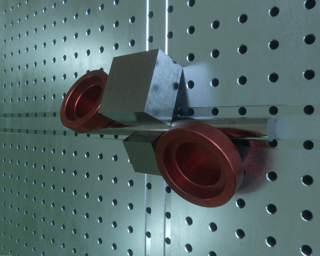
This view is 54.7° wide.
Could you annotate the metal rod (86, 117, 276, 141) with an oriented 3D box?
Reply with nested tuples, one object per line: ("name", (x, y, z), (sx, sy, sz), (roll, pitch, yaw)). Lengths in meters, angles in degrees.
("metal rod", (-0.002, -0.001, 0.412), (0.300, 0.025, 0.025), (1, 91, 40))

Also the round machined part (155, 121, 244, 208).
("round machined part", (0.047, 0.036, 0.344), (0.098, 0.042, 0.097), (20, 127, 30))

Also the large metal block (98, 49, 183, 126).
("large metal block", (-0.025, -0.049, 0.399), (0.080, 0.050, 0.080), (1, 73, 40))

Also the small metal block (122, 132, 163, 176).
("small metal block", (-0.016, 0.033, 0.410), (0.050, 0.025, 0.050), (1, 120, 40))

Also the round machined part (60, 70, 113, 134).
("round machined part", (-0.100, -0.035, 0.464), (0.098, 0.042, 0.098), (-20, 52, 29))
